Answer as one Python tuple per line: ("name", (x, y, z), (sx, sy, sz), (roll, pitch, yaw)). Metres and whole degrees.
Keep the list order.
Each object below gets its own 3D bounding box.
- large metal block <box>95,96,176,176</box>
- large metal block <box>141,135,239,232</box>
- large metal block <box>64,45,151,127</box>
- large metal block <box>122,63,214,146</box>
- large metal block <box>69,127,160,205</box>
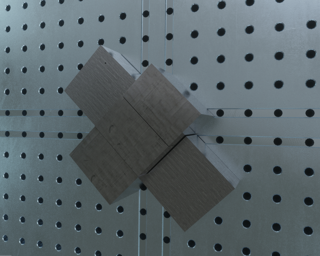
("large metal block", (-0.021, 0.009, 0.390), (0.050, 0.080, 0.080), (-46, 76, 14))
("large metal block", (0.039, 0.065, 0.385), (0.080, 0.050, 0.080), (-46, 76, 15))
("large metal block", (-0.066, -0.050, 0.419), (0.080, 0.050, 0.080), (47, 105, 13))
("large metal block", (0.014, -0.026, 0.378), (0.050, 0.080, 0.080), (-46, 76, 14))
("large metal block", (-0.054, 0.044, 0.402), (0.050, 0.080, 0.080), (-46, 76, 14))
